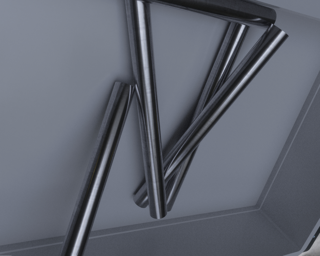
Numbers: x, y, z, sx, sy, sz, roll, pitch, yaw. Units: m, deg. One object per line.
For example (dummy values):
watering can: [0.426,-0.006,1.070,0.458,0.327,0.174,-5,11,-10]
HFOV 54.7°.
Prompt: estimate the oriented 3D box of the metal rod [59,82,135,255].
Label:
metal rod: [-0.083,0.093,0.341,0.025,0.025,0.299,22,81,-37]

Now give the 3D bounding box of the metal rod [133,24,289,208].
metal rod: [0.055,-0.002,0.410,0.025,0.025,0.299,21,116,-36]

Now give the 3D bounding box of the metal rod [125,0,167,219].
metal rod: [-0.013,-0.012,0.373,0.025,0.025,0.298,-15,118,-20]

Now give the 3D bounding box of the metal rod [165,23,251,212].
metal rod: [0.055,-0.006,0.436,0.025,0.025,0.298,6,115,-32]

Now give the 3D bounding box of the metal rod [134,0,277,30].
metal rod: [-0.002,-0.130,0.295,0.303,0.025,0.025,0,119,-30]
